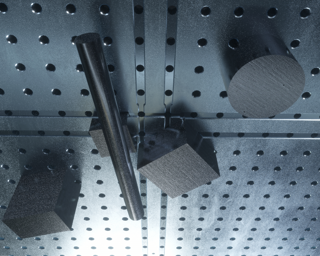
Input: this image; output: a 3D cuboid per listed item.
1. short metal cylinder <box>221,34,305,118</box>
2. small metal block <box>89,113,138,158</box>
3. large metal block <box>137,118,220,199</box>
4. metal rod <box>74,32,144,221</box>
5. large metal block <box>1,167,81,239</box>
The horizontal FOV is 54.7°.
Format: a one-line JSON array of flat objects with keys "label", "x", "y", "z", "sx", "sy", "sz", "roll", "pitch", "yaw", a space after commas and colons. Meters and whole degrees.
[{"label": "short metal cylinder", "x": 0.113, "y": -0.058, "z": 0.348, "sx": 0.081, "sy": 0.050, "sz": 0.079, "roll": 0, "pitch": 130, "yaw": 0}, {"label": "small metal block", "x": -0.062, "y": 0.011, "z": 0.420, "sx": 0.050, "sy": 0.025, "sz": 0.050, "roll": -9, "pitch": 130, "yaw": 7}, {"label": "large metal block", "x": 0.026, "y": 0.045, "z": 0.434, "sx": 0.080, "sy": 0.050, "sz": 0.080, "roll": -30, "pitch": 124, "yaw": 23}, {"label": "metal rod", "x": -0.054, "y": 0.025, "z": 0.398, "sx": 0.025, "sy": 0.025, "sz": 0.298, "roll": -5, "pitch": 130, "yaw": 4}, {"label": "large metal block", "x": -0.175, "y": 0.113, "z": 0.469, "sx": 0.080, "sy": 0.080, "sz": 0.050, "roll": -12, "pitch": 129, "yaw": 10}]
